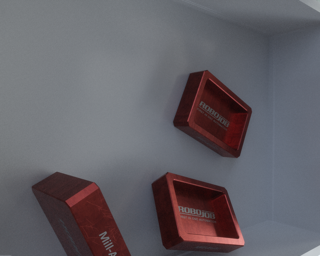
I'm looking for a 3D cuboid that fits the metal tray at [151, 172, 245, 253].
[{"bbox_3d":[0.053,0.117,0.420,0.131,0.030,0.090,21,42,-38],"label":"metal tray"}]

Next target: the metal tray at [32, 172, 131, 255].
[{"bbox_3d":[-0.071,0.110,0.306,0.030,0.090,0.129,-33,111,-35],"label":"metal tray"}]

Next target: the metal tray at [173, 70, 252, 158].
[{"bbox_3d":[0.086,-0.018,0.477,0.131,0.030,0.090,31,71,-36],"label":"metal tray"}]
